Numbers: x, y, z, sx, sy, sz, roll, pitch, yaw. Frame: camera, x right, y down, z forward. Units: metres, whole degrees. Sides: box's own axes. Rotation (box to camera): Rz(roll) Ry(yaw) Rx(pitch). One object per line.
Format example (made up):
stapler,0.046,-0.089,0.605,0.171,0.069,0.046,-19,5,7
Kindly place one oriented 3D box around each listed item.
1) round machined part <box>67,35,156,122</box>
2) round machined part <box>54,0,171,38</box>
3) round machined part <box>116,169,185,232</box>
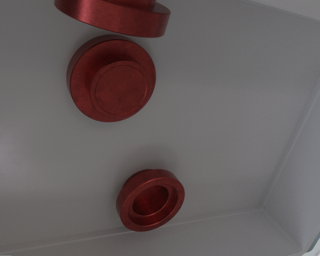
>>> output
round machined part,-0.049,-0.049,0.341,0.099,0.042,0.097,-14,124,-21
round machined part,-0.037,-0.116,0.268,0.099,0.098,0.042,2,122,-29
round machined part,-0.017,0.099,0.450,0.099,0.042,0.097,-14,124,-21
